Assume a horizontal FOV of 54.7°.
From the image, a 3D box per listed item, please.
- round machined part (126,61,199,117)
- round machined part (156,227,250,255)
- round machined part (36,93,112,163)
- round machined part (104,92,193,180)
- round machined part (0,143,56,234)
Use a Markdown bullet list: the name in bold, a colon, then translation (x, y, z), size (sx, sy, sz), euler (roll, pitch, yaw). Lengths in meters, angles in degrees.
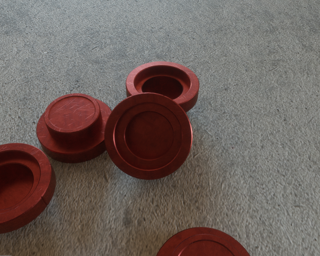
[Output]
- **round machined part**: translation (0.003, -0.047, 0.429), size (0.099, 0.042, 0.098), euler (1, 46, -1)
- **round machined part**: translation (0.041, 0.136, 0.278), size (0.099, 0.042, 0.098), euler (0, 50, 0)
- **round machined part**: translation (-0.108, -0.007, 0.397), size (0.099, 0.042, 0.098), euler (0, 50, 0)
- **round machined part**: translation (-0.012, 0.008, 0.363), size (0.099, 0.042, 0.097), euler (0, 93, 5)
- **round machined part**: translation (-0.162, 0.067, 0.334), size (0.099, 0.042, 0.098), euler (0, 50, 0)
